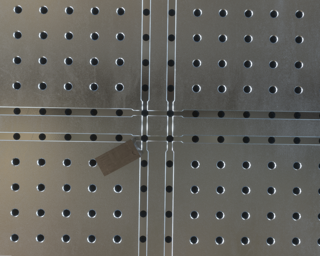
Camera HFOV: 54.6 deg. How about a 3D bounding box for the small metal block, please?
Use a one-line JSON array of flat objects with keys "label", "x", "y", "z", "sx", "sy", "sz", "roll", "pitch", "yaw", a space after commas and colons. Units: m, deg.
[{"label": "small metal block", "x": -0.051, "y": 0.036, "z": 0.401, "sx": 0.050, "sy": 0.050, "sz": 0.025, "roll": -28, "pitch": 90, "yaw": 0}]
